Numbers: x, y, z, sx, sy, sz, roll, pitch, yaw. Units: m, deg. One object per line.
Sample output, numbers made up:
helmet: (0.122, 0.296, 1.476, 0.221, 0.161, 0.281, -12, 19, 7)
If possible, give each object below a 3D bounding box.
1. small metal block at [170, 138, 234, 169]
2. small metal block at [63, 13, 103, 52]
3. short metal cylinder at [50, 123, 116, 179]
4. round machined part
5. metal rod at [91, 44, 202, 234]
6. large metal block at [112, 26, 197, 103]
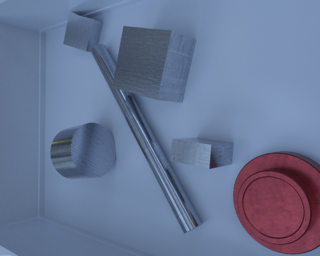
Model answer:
small metal block: (0.048, 0.027, 0.350, 0.050, 0.050, 0.025, 7, 95, 39)
small metal block: (-0.124, -0.153, 0.500, 0.050, 0.025, 0.050, 22, 104, 24)
short metal cylinder: (-0.113, 0.035, 0.462, 0.050, 0.081, 0.080, -11, 83, 39)
round machined part: (0.115, 0.073, 0.300, 0.098, 0.042, 0.097, 0, 90, 39)
metal rod: (-0.028, 0.000, 0.427, 0.025, 0.025, 0.299, -43, 64, 31)
large metal block: (-0.009, -0.081, 0.396, 0.080, 0.050, 0.079, 20, 102, 38)
